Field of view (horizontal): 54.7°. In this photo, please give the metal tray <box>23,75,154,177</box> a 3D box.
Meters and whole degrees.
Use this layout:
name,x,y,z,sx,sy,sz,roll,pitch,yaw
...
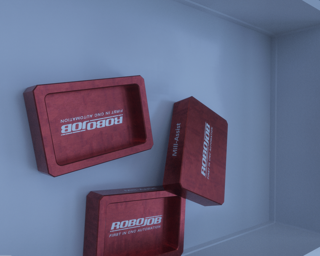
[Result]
name,x,y,z,sx,sy,sz,roll,pitch,yaw
metal tray,-0.072,-0.007,0.342,0.131,0.030,0.089,-14,99,-39

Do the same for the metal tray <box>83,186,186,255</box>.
name,x,y,z,sx,sy,sz,roll,pitch,yaw
metal tray,-0.026,0.121,0.381,0.131,0.030,0.089,5,87,-40

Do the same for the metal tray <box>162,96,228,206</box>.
name,x,y,z,sx,sy,sz,roll,pitch,yaw
metal tray,0.053,0.033,0.427,0.090,0.030,0.130,30,57,-36
